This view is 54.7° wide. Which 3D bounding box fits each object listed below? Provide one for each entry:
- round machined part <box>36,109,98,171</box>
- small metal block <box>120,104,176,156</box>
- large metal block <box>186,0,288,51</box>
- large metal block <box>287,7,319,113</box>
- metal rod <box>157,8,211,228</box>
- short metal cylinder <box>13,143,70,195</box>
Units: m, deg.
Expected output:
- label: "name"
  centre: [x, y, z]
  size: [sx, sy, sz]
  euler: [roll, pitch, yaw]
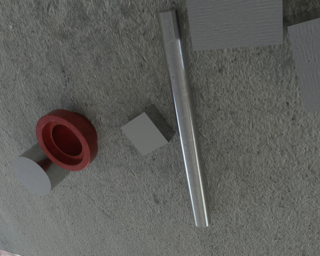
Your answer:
- label: "round machined part"
  centre: [-0.136, 0.014, 0.474]
  size: [0.098, 0.042, 0.097]
  euler: [13, 124, 20]
- label: "small metal block"
  centre: [-0.016, 0.003, 0.416]
  size: [0.050, 0.025, 0.050]
  euler: [-31, 102, 37]
- label: "large metal block"
  centre: [0.070, -0.119, 0.280]
  size: [0.080, 0.050, 0.079]
  euler: [2, 120, 26]
- label: "large metal block"
  centre: [0.162, -0.065, 0.265]
  size: [0.080, 0.050, 0.080]
  euler: [-8, 114, 31]
- label: "metal rod"
  centre: [0.036, 0.007, 0.391]
  size: [0.025, 0.025, 0.298]
  euler: [3, 120, 26]
- label: "short metal cylinder"
  centre: [-0.205, 0.070, 0.539]
  size: [0.080, 0.050, 0.079]
  euler: [13, 124, 20]
